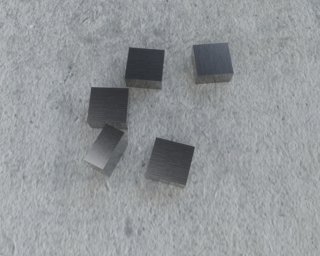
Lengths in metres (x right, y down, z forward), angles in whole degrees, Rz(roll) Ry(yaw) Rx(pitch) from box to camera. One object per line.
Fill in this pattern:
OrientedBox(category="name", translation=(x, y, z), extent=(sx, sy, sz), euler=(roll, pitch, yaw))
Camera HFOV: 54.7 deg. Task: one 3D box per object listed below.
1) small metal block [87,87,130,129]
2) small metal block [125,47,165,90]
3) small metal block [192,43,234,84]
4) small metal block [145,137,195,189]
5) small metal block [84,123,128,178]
OrientedBox(category="small metal block", translation=(-0.068, -0.026, 0.417), extent=(0.050, 0.025, 0.050), euler=(2, 70, 0))
OrientedBox(category="small metal block", translation=(-0.021, -0.084, 0.439), extent=(0.050, 0.025, 0.050), euler=(5, 70, 1))
OrientedBox(category="small metal block", translation=(0.074, -0.092, 0.443), extent=(0.050, 0.025, 0.050), euler=(-5, 70, -2))
OrientedBox(category="small metal block", translation=(0.013, 0.044, 0.392), extent=(0.050, 0.025, 0.050), euler=(14, 70, 4))
OrientedBox(category="small metal block", translation=(-0.065, 0.029, 0.383), extent=(0.025, 0.050, 0.050), euler=(26, 72, 8))
